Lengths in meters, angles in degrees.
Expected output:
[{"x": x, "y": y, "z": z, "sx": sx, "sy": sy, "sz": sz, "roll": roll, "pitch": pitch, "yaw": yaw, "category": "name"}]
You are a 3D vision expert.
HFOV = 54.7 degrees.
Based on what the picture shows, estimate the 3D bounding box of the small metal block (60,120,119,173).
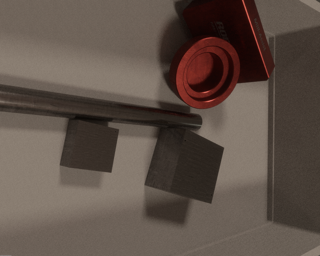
[{"x": -0.077, "y": 0.021, "z": 0.343, "sx": 0.050, "sy": 0.025, "sz": 0.050, "roll": 15, "pitch": 81, "yaw": -39, "category": "small metal block"}]

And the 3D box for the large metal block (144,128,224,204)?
[{"x": 0.035, "y": 0.052, "z": 0.422, "sx": 0.080, "sy": 0.050, "sz": 0.080, "roll": 25, "pitch": 74, "yaw": -38, "category": "large metal block"}]

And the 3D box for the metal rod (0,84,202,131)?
[{"x": -0.062, "y": -0.020, "z": 0.355, "sx": 0.302, "sy": 0.025, "sz": 0.025, "roll": 6, "pitch": 87, "yaw": -40, "category": "metal rod"}]

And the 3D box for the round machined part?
[{"x": 0.057, "y": -0.079, "z": 0.429, "sx": 0.099, "sy": 0.042, "sz": 0.097, "roll": -10, "pitch": 117, "yaw": -20, "category": "round machined part"}]

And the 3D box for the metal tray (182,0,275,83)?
[{"x": 0.099, "y": -0.124, "z": 0.439, "sx": 0.030, "sy": 0.090, "sz": 0.130, "roll": -55, "pitch": 128, "yaw": -33, "category": "metal tray"}]
